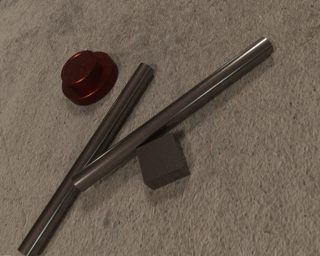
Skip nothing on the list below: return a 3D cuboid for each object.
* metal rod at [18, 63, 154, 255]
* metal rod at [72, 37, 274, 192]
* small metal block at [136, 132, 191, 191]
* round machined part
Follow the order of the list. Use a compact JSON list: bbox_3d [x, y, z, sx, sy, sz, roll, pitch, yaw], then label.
[{"bbox_3d":[-0.094,0.034,0.430,0.025,0.025,0.300,20,72,35],"label":"metal rod"},{"bbox_3d":[0.016,-0.017,0.397,0.301,0.025,0.025,-36,51,0],"label":"metal rod"},{"bbox_3d":[0.003,0.040,0.376,0.050,0.025,0.050,-26,53,12],"label":"small metal block"},{"bbox_3d":[-0.122,-0.088,0.509,0.098,0.042,0.098,-13,56,20],"label":"round machined part"}]
